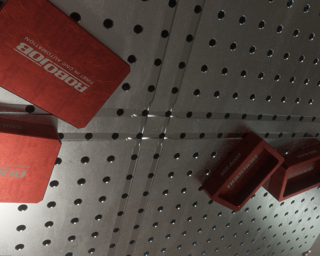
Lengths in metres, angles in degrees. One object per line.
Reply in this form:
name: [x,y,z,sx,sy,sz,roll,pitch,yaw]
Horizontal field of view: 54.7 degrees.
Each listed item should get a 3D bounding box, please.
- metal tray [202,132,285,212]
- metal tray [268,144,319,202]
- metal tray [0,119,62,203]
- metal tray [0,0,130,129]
metal tray: [0.146,0.079,0.539,0.090,0.030,0.130,33,100,-39]
metal tray: [0.285,0.088,0.621,0.131,0.030,0.089,-14,125,-21]
metal tray: [-0.184,0.035,0.330,0.131,0.030,0.089,11,113,-33]
metal tray: [-0.106,-0.066,0.310,0.130,0.030,0.090,35,99,-39]
